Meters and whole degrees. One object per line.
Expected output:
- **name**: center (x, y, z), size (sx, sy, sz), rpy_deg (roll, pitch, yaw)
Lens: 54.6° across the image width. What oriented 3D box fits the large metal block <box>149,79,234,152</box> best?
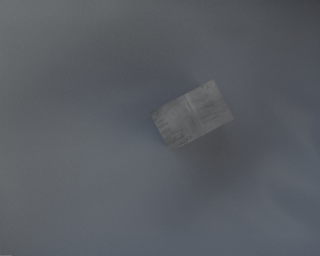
- **large metal block**: center (0.035, -0.014, 0.384), size (0.080, 0.080, 0.050), rpy_deg (-28, 90, 0)
